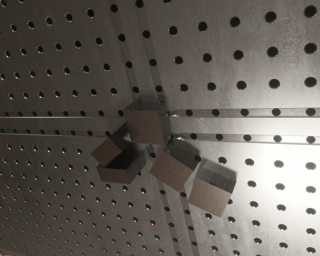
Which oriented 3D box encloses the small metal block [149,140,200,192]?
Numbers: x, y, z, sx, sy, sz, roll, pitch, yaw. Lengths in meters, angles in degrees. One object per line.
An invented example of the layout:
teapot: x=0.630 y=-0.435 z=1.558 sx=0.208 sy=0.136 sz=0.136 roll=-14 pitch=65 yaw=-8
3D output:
small metal block: x=0.019 y=0.054 z=0.433 sx=0.050 sy=0.025 sz=0.050 roll=33 pitch=129 yaw=5

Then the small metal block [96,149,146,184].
small metal block: x=-0.056 y=0.056 z=0.458 sx=0.050 sy=0.050 sz=0.025 roll=0 pitch=119 yaw=27

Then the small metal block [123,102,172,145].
small metal block: x=-0.016 y=-0.007 z=0.414 sx=0.050 sy=0.025 sz=0.050 roll=3 pitch=120 yaw=26

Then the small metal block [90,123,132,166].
small metal block: x=-0.063 y=0.022 z=0.440 sx=0.025 sy=0.050 sz=0.050 roll=49 pitch=129 yaw=-6

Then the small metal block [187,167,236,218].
small metal block: x=0.071 y=0.089 z=0.428 sx=0.050 sy=0.025 sz=0.050 roll=23 pitch=127 yaw=13
